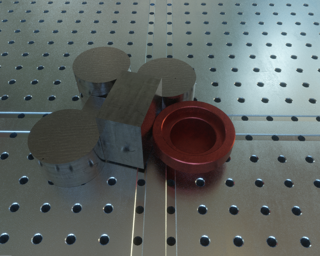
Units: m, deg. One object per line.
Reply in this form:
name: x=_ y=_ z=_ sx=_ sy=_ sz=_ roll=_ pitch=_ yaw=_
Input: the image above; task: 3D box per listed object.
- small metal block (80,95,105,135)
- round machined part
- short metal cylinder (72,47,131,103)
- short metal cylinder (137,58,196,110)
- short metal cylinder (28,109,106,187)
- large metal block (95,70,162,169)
small metal block: x=-0.079 y=-0.014 z=0.418 sx=0.050 sy=0.025 sz=0.050 roll=12 pitch=51 yaw=9
round machined part: x=0.040 y=0.015 z=0.384 sx=0.099 sy=0.042 sz=0.098 roll=0 pitch=50 yaw=0
short metal cylinder: x=-0.082 y=-0.074 z=0.453 sx=0.080 sy=0.050 sz=0.080 roll=0 pitch=50 yaw=0
short metal cylinder: x=0.009 y=-0.054 z=0.436 sx=0.080 sy=0.050 sz=0.080 roll=0 pitch=50 yaw=0
short metal cylinder: x=-0.108 y=0.023 z=0.371 sx=0.080 sy=0.050 sz=0.080 roll=0 pitch=50 yaw=0
large metal block: x=-0.033 y=-0.010 z=0.376 sx=0.050 sy=0.080 sz=0.080 roll=12 pitch=51 yaw=10
